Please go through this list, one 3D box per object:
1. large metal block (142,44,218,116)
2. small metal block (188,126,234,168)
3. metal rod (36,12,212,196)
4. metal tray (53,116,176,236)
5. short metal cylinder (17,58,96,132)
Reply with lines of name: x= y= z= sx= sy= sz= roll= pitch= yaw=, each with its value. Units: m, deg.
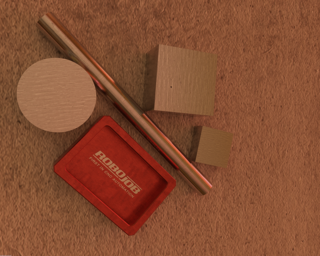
large metal block: x=0.025 y=-0.058 z=0.407 sx=0.081 sy=0.050 sz=0.080 roll=5 pitch=89 yaw=-20
small metal block: x=0.071 y=0.027 z=0.439 sx=0.050 sy=0.025 sz=0.050 roll=14 pitch=85 yaw=-20
metal rod: x=-0.036 y=-0.020 z=0.397 sx=0.025 sy=0.025 sz=0.300 roll=-47 pitch=105 yaw=-14
metal tray: x=-0.054 y=0.059 z=0.388 sx=0.130 sy=0.030 sz=0.090 roll=46 pitch=76 yaw=-15
short metal cylinder: x=-0.117 y=-0.035 z=0.354 sx=0.081 sy=0.050 sz=0.079 roll=0 pitch=90 yaw=-21
